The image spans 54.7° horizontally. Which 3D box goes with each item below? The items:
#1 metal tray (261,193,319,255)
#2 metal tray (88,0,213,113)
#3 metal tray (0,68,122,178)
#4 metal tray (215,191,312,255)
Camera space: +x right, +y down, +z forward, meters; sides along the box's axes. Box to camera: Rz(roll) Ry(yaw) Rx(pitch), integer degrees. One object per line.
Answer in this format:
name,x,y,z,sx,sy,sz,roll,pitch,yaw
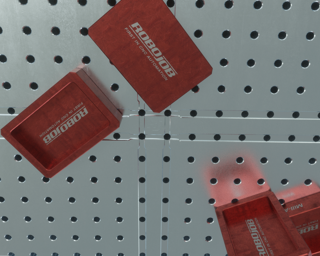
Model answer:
metal tray,0.205,0.160,0.472,0.130,0.030,0.090,-21,109,7
metal tray,-0.010,-0.094,0.376,0.090,0.030,0.130,-37,107,12
metal tray,-0.127,-0.004,0.407,0.130,0.030,0.090,-36,107,12
metal tray,0.131,0.143,0.412,0.090,0.130,0.030,-20,109,7
